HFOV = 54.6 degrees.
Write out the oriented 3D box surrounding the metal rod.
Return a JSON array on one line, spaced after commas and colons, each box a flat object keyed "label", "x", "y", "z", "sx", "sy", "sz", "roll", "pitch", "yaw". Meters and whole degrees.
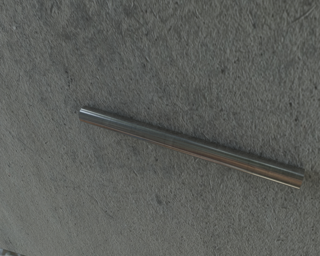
[{"label": "metal rod", "x": 0.026, "y": 0.019, "z": 0.404, "sx": 0.301, "sy": 0.025, "sz": 0.025, "roll": 16, "pitch": 125, "yaw": 19}]
